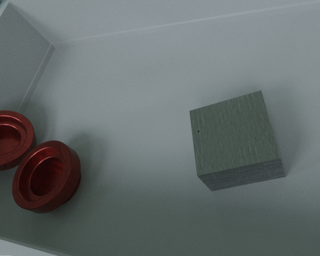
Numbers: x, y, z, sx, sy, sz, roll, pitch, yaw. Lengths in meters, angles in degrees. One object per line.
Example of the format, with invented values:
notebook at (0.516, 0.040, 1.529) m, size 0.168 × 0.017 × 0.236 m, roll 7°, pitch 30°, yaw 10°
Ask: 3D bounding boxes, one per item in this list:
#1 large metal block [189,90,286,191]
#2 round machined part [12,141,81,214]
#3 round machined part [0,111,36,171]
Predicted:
large metal block at (0.082, 0.016, 0.336) m, size 0.080 × 0.050 × 0.080 m, roll -16°, pitch 55°, yaw 19°
round machined part at (-0.150, 0.070, 0.429) m, size 0.098 × 0.042 × 0.098 m, roll -13°, pitch 56°, yaw 20°
round machined part at (-0.248, 0.024, 0.488) m, size 0.099 × 0.042 × 0.098 m, roll 6°, pitch 57°, yaw -9°
